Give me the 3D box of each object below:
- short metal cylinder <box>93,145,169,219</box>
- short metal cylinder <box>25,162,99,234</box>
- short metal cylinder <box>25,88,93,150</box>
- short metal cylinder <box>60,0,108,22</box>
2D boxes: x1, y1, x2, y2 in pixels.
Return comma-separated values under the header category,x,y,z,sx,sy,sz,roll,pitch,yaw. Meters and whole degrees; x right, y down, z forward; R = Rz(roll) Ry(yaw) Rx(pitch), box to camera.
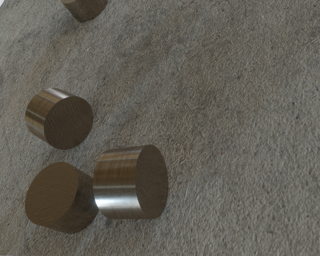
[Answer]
category,x,y,z,sx,sy,sz,roll,pitch,yaw
short metal cylinder,-0.030,0.061,0.347,0.050,0.080,0.080,-8,58,24
short metal cylinder,-0.123,0.090,0.397,0.080,0.050,0.080,-13,56,21
short metal cylinder,-0.146,-0.014,0.454,0.050,0.080,0.080,22,74,36
short metal cylinder,-0.154,-0.264,0.631,0.080,0.050,0.080,-13,56,21
